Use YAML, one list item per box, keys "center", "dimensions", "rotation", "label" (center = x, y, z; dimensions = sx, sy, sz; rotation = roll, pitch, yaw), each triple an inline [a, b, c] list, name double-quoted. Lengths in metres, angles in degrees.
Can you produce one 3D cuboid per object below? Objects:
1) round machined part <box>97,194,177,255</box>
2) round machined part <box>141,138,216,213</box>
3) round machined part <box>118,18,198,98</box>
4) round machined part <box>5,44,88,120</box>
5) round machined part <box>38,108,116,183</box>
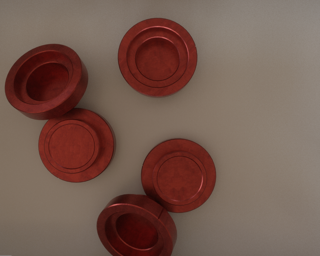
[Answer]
- center: [-0.026, 0.123, 0.389]
  dimensions: [0.098, 0.042, 0.097]
  rotation: [7, 115, 16]
  label: "round machined part"
- center: [0.024, 0.062, 0.403]
  dimensions: [0.099, 0.042, 0.097]
  rotation: [0, 90, -1]
  label: "round machined part"
- center: [-0.003, -0.088, 0.403]
  dimensions: [0.099, 0.042, 0.097]
  rotation: [0, 90, -1]
  label: "round machined part"
- center: [-0.137, -0.054, 0.389]
  dimensions: [0.098, 0.042, 0.098]
  rotation: [-4, 66, 9]
  label: "round machined part"
- center: [-0.109, 0.023, 0.402]
  dimensions: [0.099, 0.042, 0.097]
  rotation: [0, 90, -1]
  label: "round machined part"
